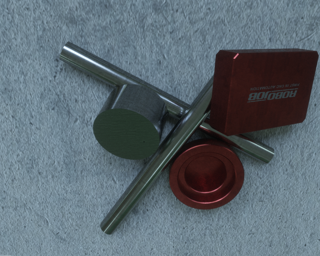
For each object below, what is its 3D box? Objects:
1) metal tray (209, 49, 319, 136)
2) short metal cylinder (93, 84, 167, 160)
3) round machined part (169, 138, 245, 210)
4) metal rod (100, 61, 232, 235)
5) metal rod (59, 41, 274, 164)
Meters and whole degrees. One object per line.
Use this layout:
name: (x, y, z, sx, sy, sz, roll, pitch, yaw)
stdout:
metal tray: (0.123, -0.045, 0.363, 0.131, 0.030, 0.089, -8, 113, -27)
short metal cylinder: (-0.035, -0.007, 0.381, 0.080, 0.050, 0.079, 7, 131, 9)
round machined part: (0.061, 0.059, 0.424, 0.099, 0.042, 0.097, 0, 110, 0)
metal rod: (0.003, 0.039, 0.407, 0.025, 0.025, 0.298, 32, 113, -11)
metal rod: (0.017, -0.028, 0.402, 0.301, 0.025, 0.025, 27, 108, -10)
